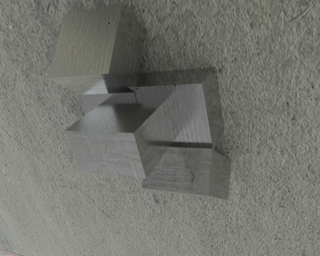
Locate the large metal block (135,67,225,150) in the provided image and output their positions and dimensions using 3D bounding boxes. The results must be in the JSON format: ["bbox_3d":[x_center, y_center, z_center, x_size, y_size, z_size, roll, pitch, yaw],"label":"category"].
[{"bbox_3d":[0.025,-0.022,0.362,0.080,0.050,0.079,1,119,27],"label":"large metal block"}]

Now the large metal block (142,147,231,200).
[{"bbox_3d":[0.036,0.056,0.380,0.080,0.080,0.050,1,75,27],"label":"large metal block"}]

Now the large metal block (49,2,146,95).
[{"bbox_3d":[-0.068,-0.085,0.347,0.080,0.050,0.080,1,75,28],"label":"large metal block"}]

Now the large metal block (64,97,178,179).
[{"bbox_3d":[-0.037,0.006,0.331,0.080,0.080,0.050,1,119,27],"label":"large metal block"}]

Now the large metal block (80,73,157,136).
[{"bbox_3d":[-0.047,-0.022,0.399,0.080,0.050,0.079,1,119,27],"label":"large metal block"}]
